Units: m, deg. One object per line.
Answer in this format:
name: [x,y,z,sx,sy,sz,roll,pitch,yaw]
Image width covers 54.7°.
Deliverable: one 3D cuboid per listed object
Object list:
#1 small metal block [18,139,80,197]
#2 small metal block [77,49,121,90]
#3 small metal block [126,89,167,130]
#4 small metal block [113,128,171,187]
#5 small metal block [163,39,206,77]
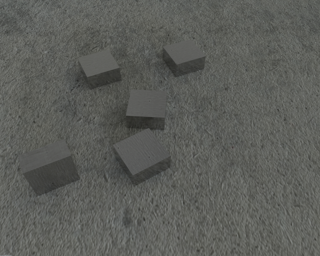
small metal block: [-0.123,0.045,0.348,0.050,0.050,0.025,-21,53,-17]
small metal block: [-0.094,-0.091,0.479,0.050,0.025,0.050,-20,53,-16]
small metal block: [-0.017,-0.026,0.424,0.050,0.025,0.050,3,50,3]
small metal block: [-0.022,0.034,0.374,0.050,0.025,0.050,-26,55,-20]
small metal block: [0.038,-0.113,0.498,0.050,0.025,0.050,-19,53,-16]
